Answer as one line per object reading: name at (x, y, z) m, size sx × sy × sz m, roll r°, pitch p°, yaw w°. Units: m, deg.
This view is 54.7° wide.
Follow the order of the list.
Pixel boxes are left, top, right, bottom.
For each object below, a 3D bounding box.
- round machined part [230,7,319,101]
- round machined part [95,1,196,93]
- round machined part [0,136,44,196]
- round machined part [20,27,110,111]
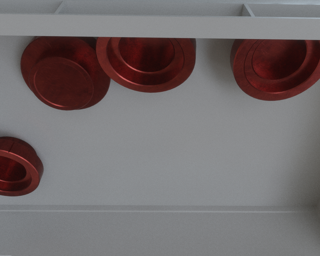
round machined part at (0.124, -0.080, 0.331) m, size 0.099 × 0.042 × 0.097 m, roll 0°, pitch 130°, yaw 0°
round machined part at (-0.013, -0.085, 0.316) m, size 0.099 × 0.042 × 0.097 m, roll 4°, pitch 143°, yaw 3°
round machined part at (-0.215, 0.050, 0.438) m, size 0.099 × 0.042 × 0.097 m, roll 0°, pitch 130°, yaw 0°
round machined part at (-0.106, -0.058, 0.347) m, size 0.099 × 0.042 × 0.097 m, roll 0°, pitch 130°, yaw 0°
